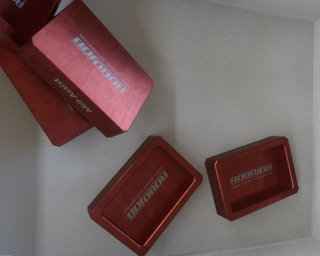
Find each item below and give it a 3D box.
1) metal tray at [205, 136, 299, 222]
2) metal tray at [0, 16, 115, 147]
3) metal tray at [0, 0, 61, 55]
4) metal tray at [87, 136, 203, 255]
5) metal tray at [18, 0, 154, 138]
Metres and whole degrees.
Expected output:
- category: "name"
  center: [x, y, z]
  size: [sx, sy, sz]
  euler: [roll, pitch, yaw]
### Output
- category: "metal tray"
  center: [0.138, 0.072, 0.460]
  size: [0.131, 0.030, 0.089]
  euler: [-16, 96, -20]
- category: "metal tray"
  center: [-0.118, -0.055, 0.364]
  size: [0.090, 0.030, 0.130]
  euler: [-33, 101, -17]
- category: "metal tray"
  center: [-0.134, -0.131, 0.273]
  size: [0.030, 0.130, 0.090]
  euler: [21, 81, 6]
- category: "metal tray"
  center: [-0.017, 0.085, 0.402]
  size: [0.090, 0.030, 0.130]
  euler: [44, 76, -15]
- category: "metal tray"
  center: [-0.072, -0.064, 0.340]
  size: [0.130, 0.030, 0.090]
  euler: [46, 47, -24]
